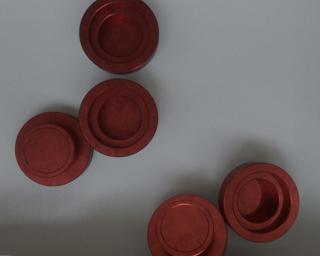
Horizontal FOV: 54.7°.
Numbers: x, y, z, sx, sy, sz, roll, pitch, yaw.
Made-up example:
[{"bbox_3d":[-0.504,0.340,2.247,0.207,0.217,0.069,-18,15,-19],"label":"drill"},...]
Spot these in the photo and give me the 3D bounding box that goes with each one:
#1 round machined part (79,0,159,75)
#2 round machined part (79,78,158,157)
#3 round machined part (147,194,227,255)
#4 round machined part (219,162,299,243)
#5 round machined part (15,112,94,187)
[{"bbox_3d":[-0.050,-0.118,0.402,0.099,0.042,0.097,0,90,0],"label":"round machined part"},{"bbox_3d":[-0.051,-0.013,0.402,0.099,0.042,0.097,0,90,0],"label":"round machined part"},{"bbox_3d":[0.032,0.127,0.379,0.098,0.042,0.098,-5,55,8],"label":"round machined part"},{"bbox_3d":[0.123,0.092,0.399,0.099,0.042,0.097,0,88,-8],"label":"round machined part"},{"bbox_3d":[-0.140,0.028,0.402,0.099,0.042,0.097,0,90,0],"label":"round machined part"}]
